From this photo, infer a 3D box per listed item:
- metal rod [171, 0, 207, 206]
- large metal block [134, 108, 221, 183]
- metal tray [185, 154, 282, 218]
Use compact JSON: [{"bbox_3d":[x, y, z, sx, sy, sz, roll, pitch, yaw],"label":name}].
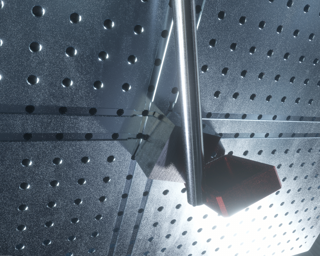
[{"bbox_3d":[0.034,-0.047,0.355,0.025,0.025,0.298,-13,110,-22],"label":"metal rod"},{"bbox_3d":[0.023,0.027,0.426,0.081,0.050,0.080,14,111,-34],"label":"large metal block"},{"bbox_3d":[0.096,0.077,0.447,0.091,0.130,0.030,-24,99,-14],"label":"metal tray"}]
